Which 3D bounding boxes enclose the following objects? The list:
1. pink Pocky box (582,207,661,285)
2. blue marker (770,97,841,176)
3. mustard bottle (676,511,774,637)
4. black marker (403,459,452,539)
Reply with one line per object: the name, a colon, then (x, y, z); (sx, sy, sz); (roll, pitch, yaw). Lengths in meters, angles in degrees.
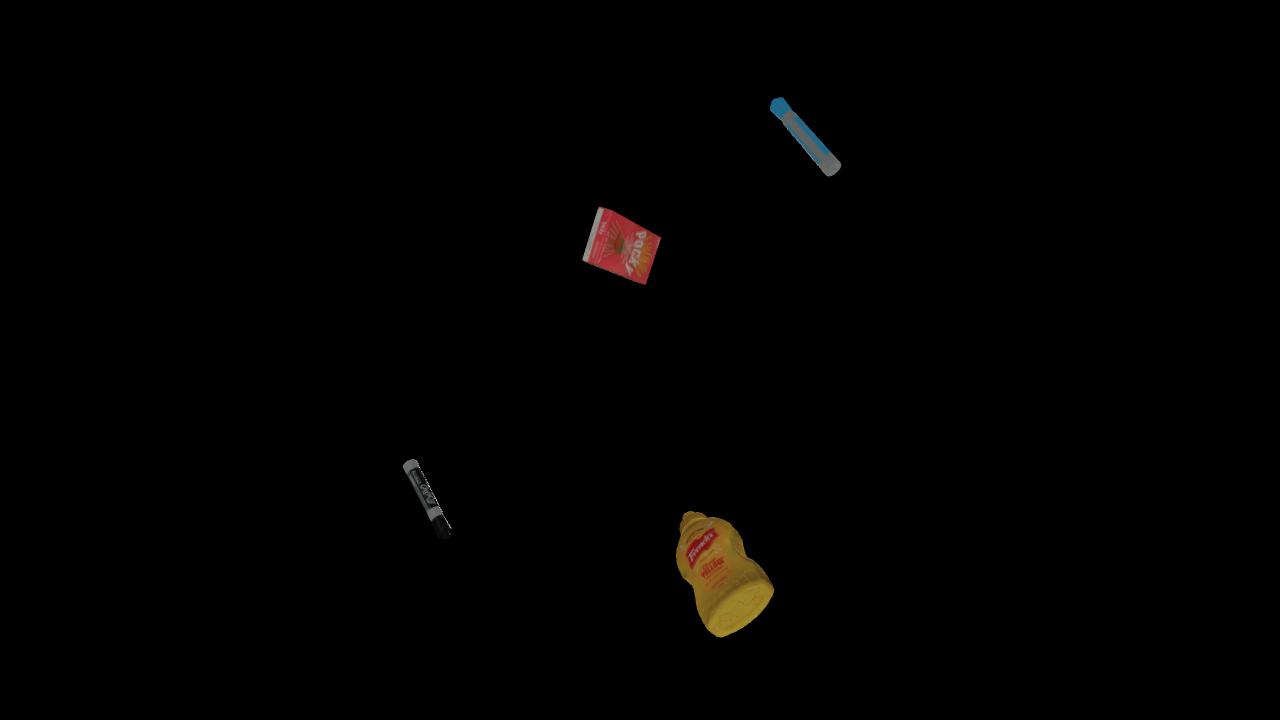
pink Pocky box: (-0.025, -0.173, 0.953); (0.029, 0.084, 0.155); (21, 5, 30)
blue marker: (0.177, -0.246, 0.670); (0.020, 0.121, 0.020); (-21, -28, -12)
mustard bottle: (0.090, 0.248, 0.769); (0.054, 0.092, 0.184); (41, 6, -25)
black marker: (-0.270, 0.177, 0.782); (0.020, 0.020, 0.121); (0, 41, -49)
